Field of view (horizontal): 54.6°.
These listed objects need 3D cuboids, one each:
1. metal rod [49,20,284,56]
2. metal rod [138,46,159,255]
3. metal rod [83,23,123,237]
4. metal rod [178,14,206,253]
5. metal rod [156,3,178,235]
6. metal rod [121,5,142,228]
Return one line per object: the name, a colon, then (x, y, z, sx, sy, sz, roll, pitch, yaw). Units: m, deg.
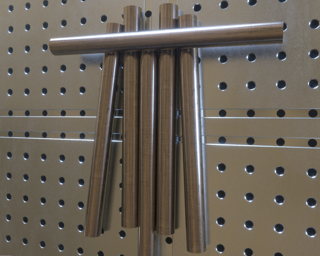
metal rod: (-0.007, -0.110, 0.389, 0.301, 0.025, 0.025, 2, 91, 20)
metal rod: (-0.016, 0.041, 0.418, 0.025, 0.025, 0.298, 1, 91, 20)
metal rod: (-0.079, 0.004, 0.440, 0.025, 0.025, 0.298, 8, 93, 20)
metal rod: (0.041, 0.007, 0.399, 0.025, 0.025, 0.298, -3, 89, 20)
metal rod: (0.010, -0.011, 0.411, 0.025, 0.025, 0.298, 1, 90, 20)
metal rod: (-0.039, -0.015, 0.427, 0.025, 0.025, 0.298, 1, 90, 20)
